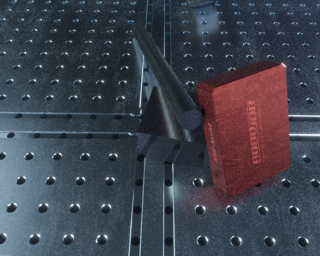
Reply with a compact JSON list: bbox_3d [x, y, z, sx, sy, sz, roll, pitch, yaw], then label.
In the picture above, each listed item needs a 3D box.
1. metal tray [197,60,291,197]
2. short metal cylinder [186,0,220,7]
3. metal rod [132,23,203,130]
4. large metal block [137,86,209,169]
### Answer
[{"bbox_3d":[0.096,0.001,0.341,0.091,0.129,0.030,-21,25,-17],"label":"metal tray"},{"bbox_3d":[0.084,-0.287,0.614,0.050,0.080,0.080,-19,53,-16],"label":"short metal cylinder"},{"bbox_3d":[-0.003,-0.092,0.437,0.025,0.025,0.300,-11,36,-9],"label":"metal rod"},{"bbox_3d":[0.022,-0.002,0.394,0.080,0.050,0.080,10,51,8],"label":"large metal block"}]
